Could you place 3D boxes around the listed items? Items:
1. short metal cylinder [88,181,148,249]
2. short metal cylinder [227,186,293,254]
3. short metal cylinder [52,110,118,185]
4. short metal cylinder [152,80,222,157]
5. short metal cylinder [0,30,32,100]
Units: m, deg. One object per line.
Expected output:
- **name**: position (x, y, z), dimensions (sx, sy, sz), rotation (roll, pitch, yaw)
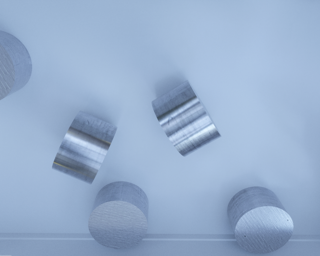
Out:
- **short metal cylinder**: position (-0.057, 0.124, 0.443), dimensions (0.081, 0.050, 0.079), rotation (0, 110, -1)
- **short metal cylinder**: position (0.143, 0.133, 0.449), dimensions (0.081, 0.050, 0.079), rotation (0, 110, -1)
- **short metal cylinder**: position (-0.093, 0.024, 0.390), dimensions (0.050, 0.080, 0.080), rotation (25, 108, -9)
- **short metal cylinder**: position (0.033, -0.012, 0.378), dimensions (0.050, 0.080, 0.080), rotation (-31, 108, 10)
- **short metal cylinder**: position (-0.202, -0.074, 0.368), dimensions (0.081, 0.050, 0.079), rotation (0, 110, -1)
